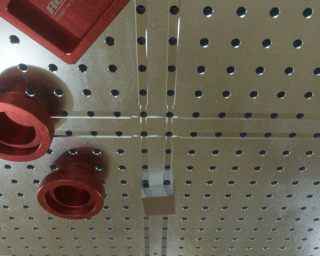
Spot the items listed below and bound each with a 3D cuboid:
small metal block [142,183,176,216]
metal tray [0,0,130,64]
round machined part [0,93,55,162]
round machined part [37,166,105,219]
[{"bbox_3d":[-0.002,0.119,0.513,0.050,0.025,0.050,-5,130,4],"label":"small metal block"},{"bbox_3d":[-0.083,-0.133,0.293,0.090,0.030,0.130,36,121,-27],"label":"metal tray"},{"bbox_3d":[-0.184,-0.005,0.394,0.099,0.042,0.097,0,130,0],"label":"round machined part"},{"bbox_3d":[-0.134,0.097,0.482,0.099,0.042,0.097,0,130,0],"label":"round machined part"}]
